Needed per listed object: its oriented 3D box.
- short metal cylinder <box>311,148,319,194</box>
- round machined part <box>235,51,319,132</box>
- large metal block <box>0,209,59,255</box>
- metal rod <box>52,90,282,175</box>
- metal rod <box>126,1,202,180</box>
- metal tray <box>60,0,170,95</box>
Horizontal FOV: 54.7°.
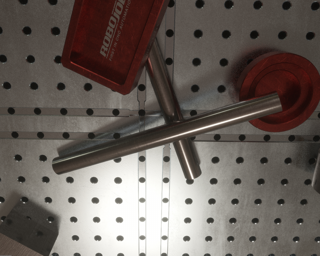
[{"bbox_3d":[0.249,0.061,0.410,0.081,0.080,0.050,1,110,-1],"label":"short metal cylinder"},{"bbox_3d":[0.144,-0.047,0.389,0.099,0.042,0.097,0,110,-1],"label":"round machined part"},{"bbox_3d":[-0.216,0.183,0.465,0.080,0.050,0.080,35,106,-13],"label":"large metal block"},{"bbox_3d":[-0.004,0.011,0.392,0.301,0.025,0.025,-17,110,15],"label":"metal rod"},{"bbox_3d":[-0.001,-0.066,0.388,0.025,0.025,0.298,-18,109,6],"label":"metal rod"},{"bbox_3d":[-0.051,-0.113,0.347,0.090,0.030,0.129,26,118,2],"label":"metal tray"}]
